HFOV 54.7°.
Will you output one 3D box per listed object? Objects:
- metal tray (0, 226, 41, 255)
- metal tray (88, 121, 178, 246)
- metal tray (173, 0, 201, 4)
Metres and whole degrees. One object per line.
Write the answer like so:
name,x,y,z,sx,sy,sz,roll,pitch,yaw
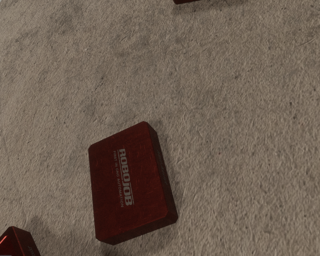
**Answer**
metal tray,-0.177,0.190,0.361,0.090,0.030,0.130,-50,42,-8
metal tray,-0.038,0.064,0.380,0.090,0.030,0.130,-24,53,13
metal tray,0.086,-0.257,0.512,0.130,0.030,0.090,2,62,28
